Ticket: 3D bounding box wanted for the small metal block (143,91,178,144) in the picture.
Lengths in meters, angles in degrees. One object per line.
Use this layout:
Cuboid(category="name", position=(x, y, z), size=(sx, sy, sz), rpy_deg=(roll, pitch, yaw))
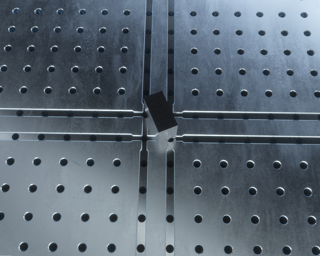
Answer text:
Cuboid(category="small metal block", position=(0.001, -0.012, 0.403), size=(0.025, 0.050, 0.050), rpy_deg=(-21, 72, -7))
